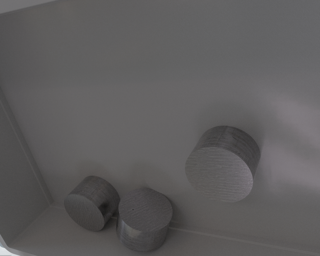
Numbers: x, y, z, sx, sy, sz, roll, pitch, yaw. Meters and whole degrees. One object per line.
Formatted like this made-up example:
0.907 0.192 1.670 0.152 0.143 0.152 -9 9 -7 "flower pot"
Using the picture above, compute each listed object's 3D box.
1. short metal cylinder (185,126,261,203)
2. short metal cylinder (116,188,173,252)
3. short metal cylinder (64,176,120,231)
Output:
0.077 0.044 0.379 0.080 0.050 0.079 13 124 21 "short metal cylinder"
-0.025 0.139 0.472 0.080 0.080 0.050 22 127 15 "short metal cylinder"
-0.116 0.130 0.534 0.080 0.050 0.079 13 124 21 "short metal cylinder"
